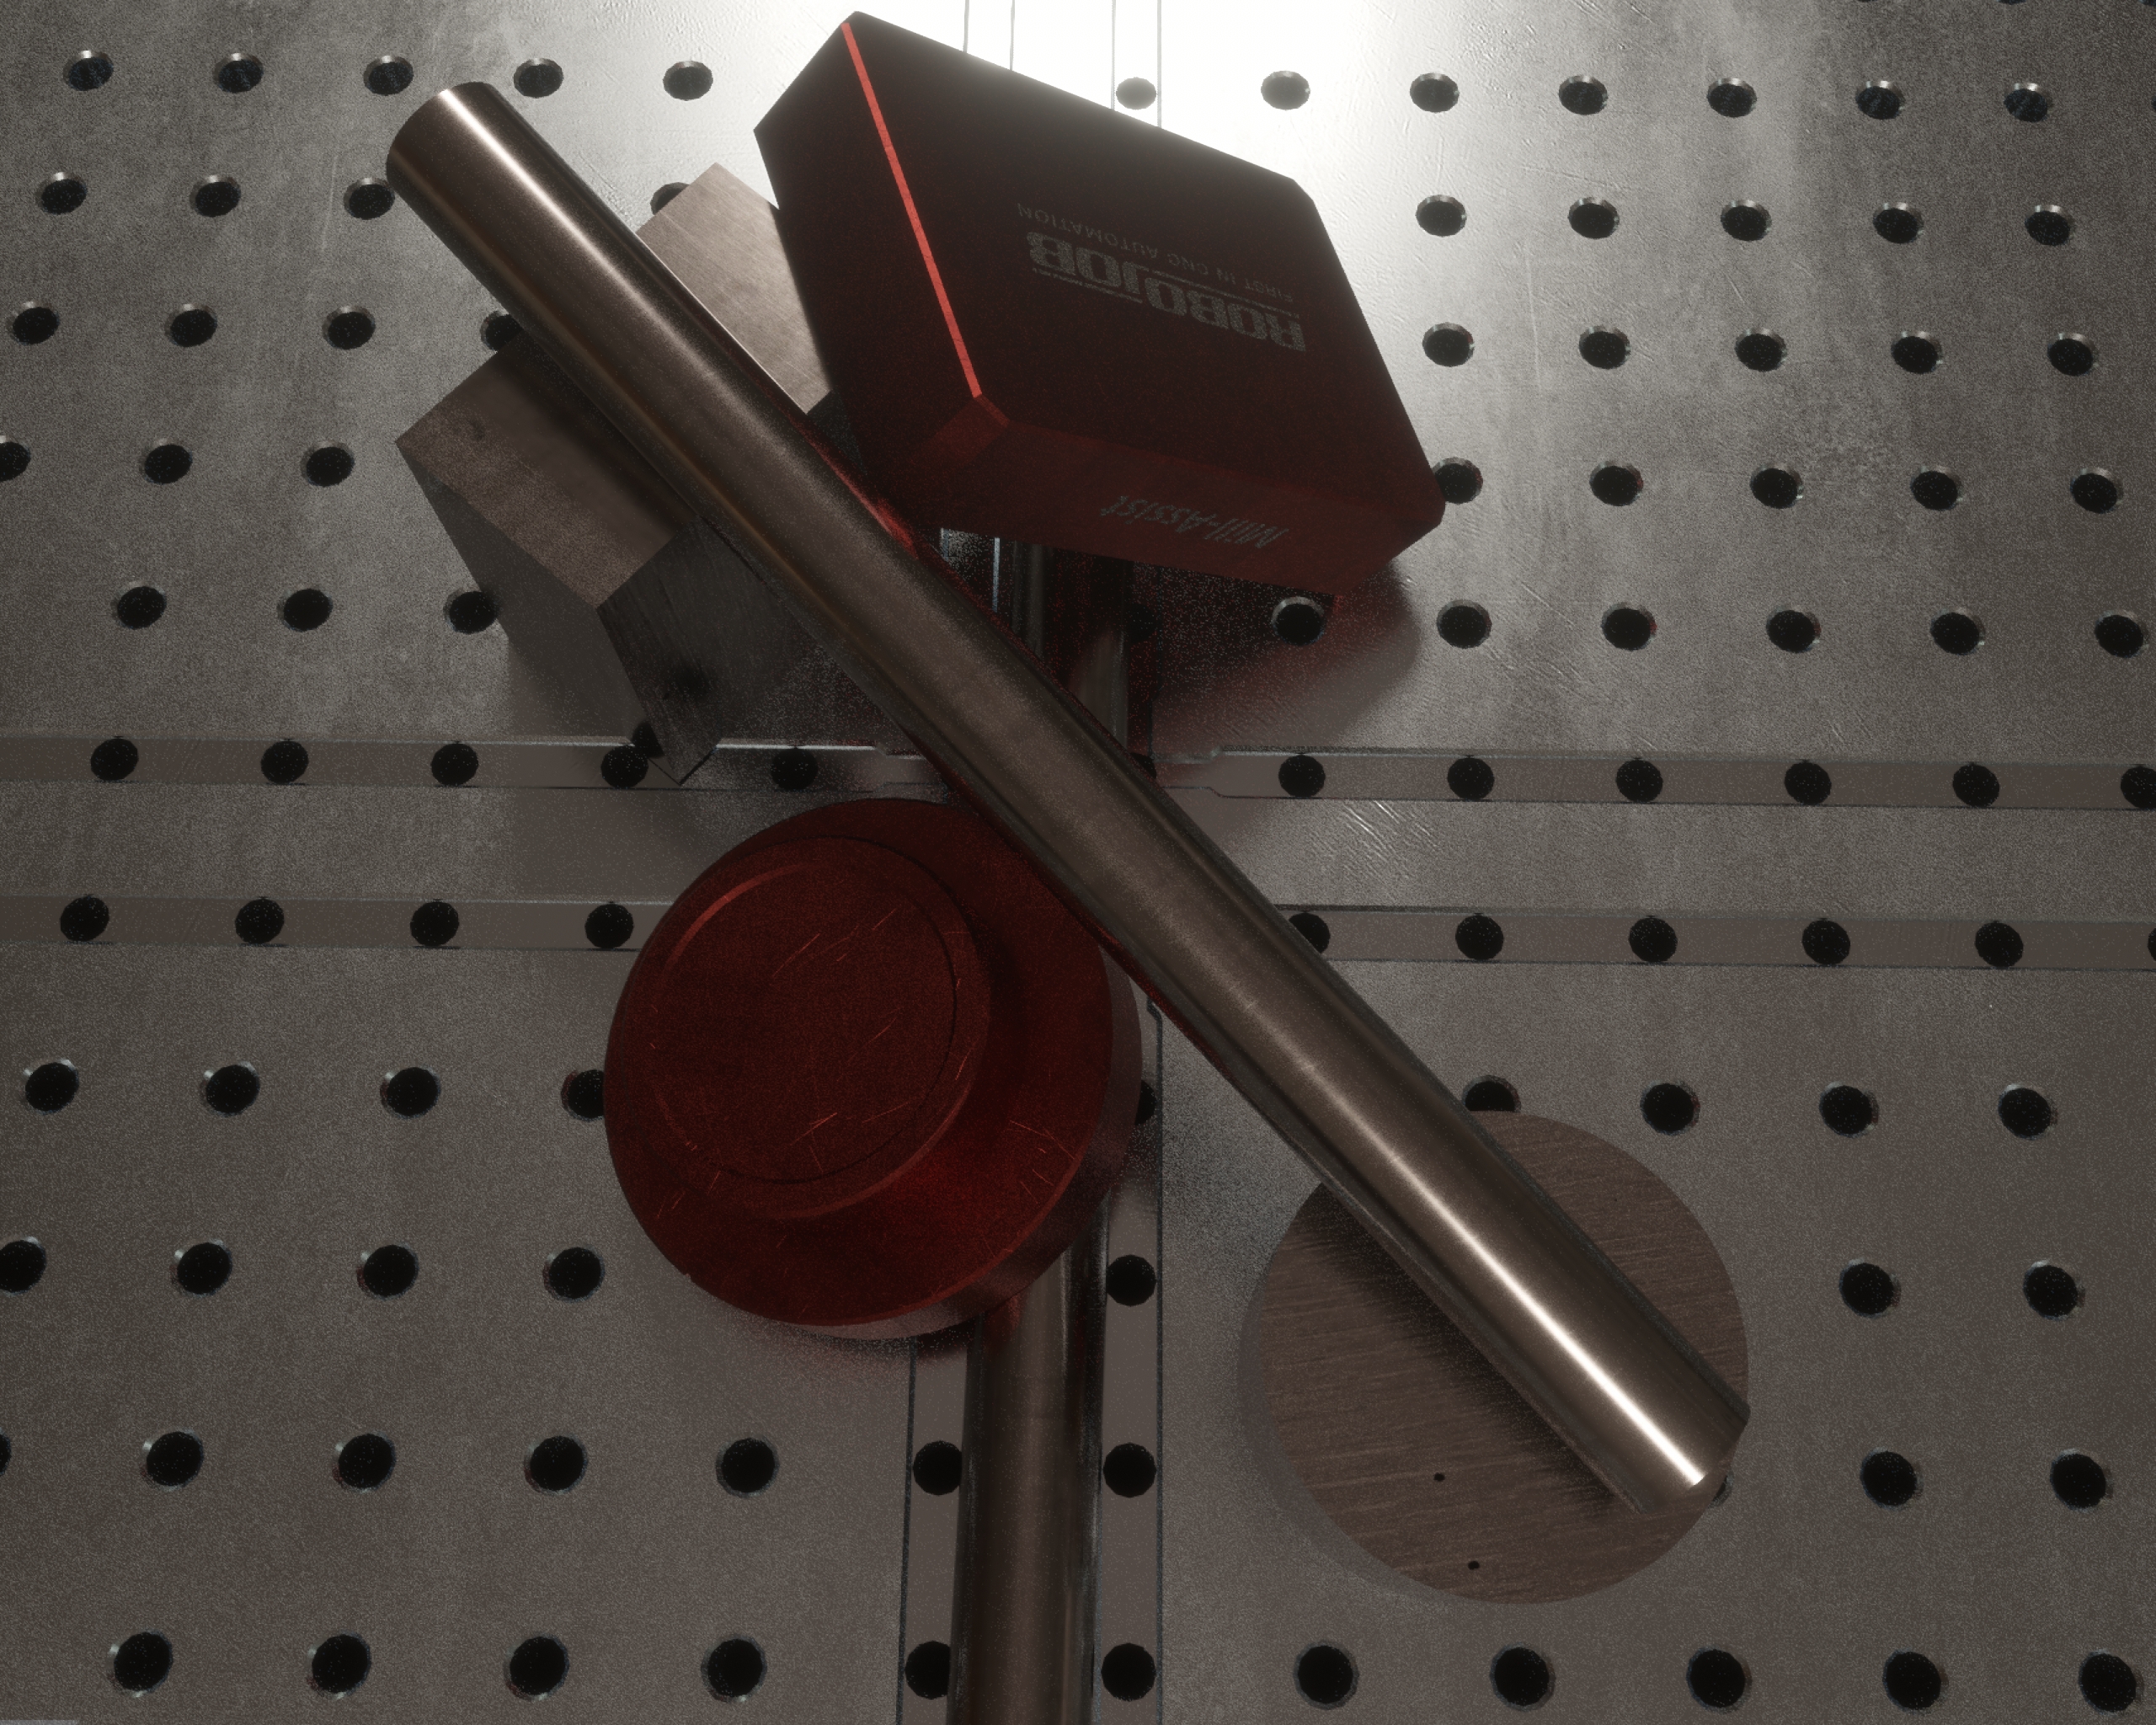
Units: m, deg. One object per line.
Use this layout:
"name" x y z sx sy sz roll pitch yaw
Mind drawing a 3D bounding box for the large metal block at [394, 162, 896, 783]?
"large metal block" -0.075 -0.073 0.409 0.050 0.080 0.080 40 75 13

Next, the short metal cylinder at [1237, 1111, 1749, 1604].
"short metal cylinder" 0.070 0.088 0.367 0.081 0.050 0.080 0 70 0

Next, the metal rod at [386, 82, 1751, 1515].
"metal rod" -0.007 -0.016 0.342 0.025 0.025 0.300 -42 83 -14

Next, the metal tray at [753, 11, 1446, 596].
"metal tray" 0.008 -0.104 0.405 0.131 0.030 0.090 1 62 -45

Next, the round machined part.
"round machined part" -0.041 0.033 0.373 0.098 0.042 0.098 -6 69 16

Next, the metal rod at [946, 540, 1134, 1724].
"metal rod" -0.004 0.015 0.406 0.025 0.025 0.299 2 70 0
